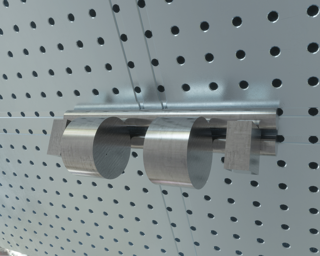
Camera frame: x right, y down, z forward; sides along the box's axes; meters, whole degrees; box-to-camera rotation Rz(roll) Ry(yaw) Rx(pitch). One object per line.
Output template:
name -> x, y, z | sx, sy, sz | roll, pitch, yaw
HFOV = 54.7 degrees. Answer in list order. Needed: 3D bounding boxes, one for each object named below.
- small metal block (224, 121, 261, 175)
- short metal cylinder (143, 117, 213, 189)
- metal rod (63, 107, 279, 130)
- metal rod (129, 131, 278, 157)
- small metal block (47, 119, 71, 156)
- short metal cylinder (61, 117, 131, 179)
small metal block -> 0.090, 0.022, 0.332 | 0.025, 0.050, 0.050 | 1, 78, 28
short metal cylinder -> 0.023, 0.027, 0.352 | 0.050, 0.080, 0.080 | 1, 119, 28
metal rod -> -0.005, -0.013, 0.406 | 0.300, 0.025, 0.025 | 1, 119, 27
metal rod -> 0.000, 0.018, 0.423 | 0.300, 0.025, 0.025 | 1, 119, 27
small metal block -> -0.130, 0.018, 0.446 | 0.025, 0.050, 0.050 | 1, 77, 28
short metal cylinder -> -0.081, 0.025, 0.406 | 0.050, 0.080, 0.080 | 1, 119, 28
